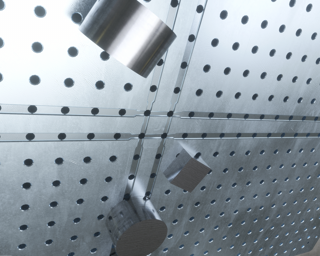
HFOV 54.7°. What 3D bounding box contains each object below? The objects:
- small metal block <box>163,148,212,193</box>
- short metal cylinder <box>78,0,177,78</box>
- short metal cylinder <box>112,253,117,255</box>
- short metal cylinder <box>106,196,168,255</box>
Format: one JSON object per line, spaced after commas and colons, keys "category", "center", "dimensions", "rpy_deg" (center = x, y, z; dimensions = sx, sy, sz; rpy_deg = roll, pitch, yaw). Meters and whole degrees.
{"category": "small metal block", "center": [0.042, 0.066, 0.475], "dimensions": [0.050, 0.025, 0.050], "rpy_deg": [33, 100, -38]}
{"category": "short metal cylinder", "center": [-0.031, -0.093, 0.301], "dimensions": [0.080, 0.080, 0.050], "rpy_deg": [30, 102, -38]}
{"category": "short metal cylinder", "center": [-0.059, 0.254, 0.520], "dimensions": [0.081, 0.050, 0.079], "rpy_deg": [-14, 124, -21]}
{"category": "short metal cylinder", "center": [-0.036, 0.151, 0.469], "dimensions": [0.081, 0.050, 0.079], "rpy_deg": [-14, 124, -21]}
